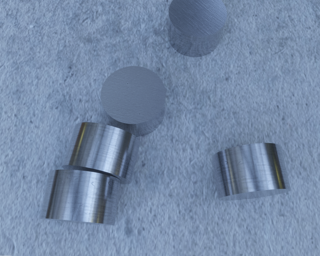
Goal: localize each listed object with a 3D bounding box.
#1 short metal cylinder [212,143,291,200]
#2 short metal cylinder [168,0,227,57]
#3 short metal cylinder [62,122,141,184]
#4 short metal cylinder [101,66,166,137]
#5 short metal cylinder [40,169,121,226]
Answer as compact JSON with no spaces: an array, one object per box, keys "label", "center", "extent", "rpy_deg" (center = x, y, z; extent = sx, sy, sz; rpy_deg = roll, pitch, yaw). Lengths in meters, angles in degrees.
[{"label":"short metal cylinder","center":[0.105,0.053,0.361],"extent":[0.081,0.080,0.050],"rpy_deg":[-5,70,-2]},{"label":"short metal cylinder","center":[0.052,-0.151,0.451],"extent":[0.081,0.050,0.080],"rpy_deg":[0,70,0]},{"label":"short metal cylinder","center":[-0.068,0.032,0.366],"extent":[0.080,0.080,0.050],"rpy_deg":[11,71,3]},{"label":"short metal cylinder","center":[-0.033,-0.034,0.407],"extent":[0.081,0.050,0.080],"rpy_deg":[0,70,0]},{"label":"short metal cylinder","center":[-0.088,0.080,0.349],"extent":[0.080,0.080,0.050],"rpy_deg":[5,70,1]}]
